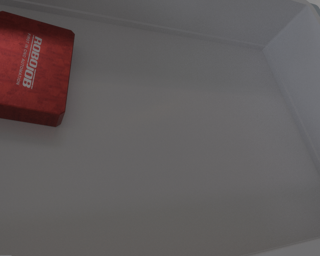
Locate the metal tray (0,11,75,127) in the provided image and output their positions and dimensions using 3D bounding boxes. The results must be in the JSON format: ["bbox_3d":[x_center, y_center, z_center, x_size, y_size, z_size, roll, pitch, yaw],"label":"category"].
[{"bbox_3d":[-0.154,-0.070,0.362,0.091,0.030,0.130,11,57,-23],"label":"metal tray"}]
